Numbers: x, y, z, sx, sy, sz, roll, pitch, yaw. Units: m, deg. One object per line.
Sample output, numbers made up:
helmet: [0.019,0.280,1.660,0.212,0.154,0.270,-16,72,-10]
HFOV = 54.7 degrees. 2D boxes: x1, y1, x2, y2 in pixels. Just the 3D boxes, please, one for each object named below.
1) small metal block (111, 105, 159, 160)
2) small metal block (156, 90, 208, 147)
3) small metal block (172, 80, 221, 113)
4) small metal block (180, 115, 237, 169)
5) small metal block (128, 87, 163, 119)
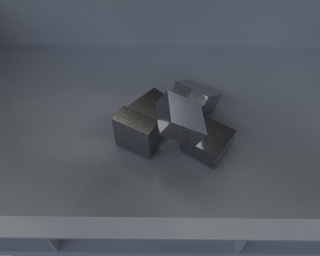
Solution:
small metal block: [-0.029,0.006,0.380,0.050,0.050,0.025,23,54,18]
small metal block: [0.025,-0.011,0.365,0.050,0.025,0.050,20,44,-27]
small metal block: [0.049,-0.044,0.426,0.050,0.025,0.050,30,23,22]
small metal block: [0.060,0.016,0.390,0.050,0.025,0.050,28,55,21]
small metal block: [-0.007,-0.022,0.420,0.050,0.025,0.050,36,58,26]
